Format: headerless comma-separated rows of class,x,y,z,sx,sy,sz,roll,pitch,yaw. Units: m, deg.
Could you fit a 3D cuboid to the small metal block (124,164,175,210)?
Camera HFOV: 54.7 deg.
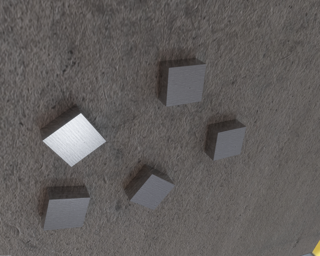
small metal block,-0.015,0.087,0.452,0.050,0.025,0.050,33,100,-38

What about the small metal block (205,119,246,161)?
small metal block,0.099,0.018,0.472,0.050,0.025,0.050,-11,123,-23

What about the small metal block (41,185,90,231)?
small metal block,-0.124,0.103,0.403,0.050,0.025,0.050,4,116,-31

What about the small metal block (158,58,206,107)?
small metal block,0.026,-0.057,0.386,0.050,0.025,0.050,-11,123,-23

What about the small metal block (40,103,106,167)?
small metal block,-0.100,0.009,0.358,0.050,0.025,0.050,-37,129,-4
